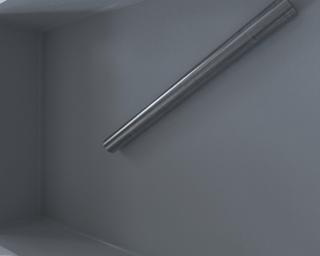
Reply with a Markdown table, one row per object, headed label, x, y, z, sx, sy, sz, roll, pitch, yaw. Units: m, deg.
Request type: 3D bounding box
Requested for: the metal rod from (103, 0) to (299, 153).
| label | x | y | z | sx | sy | sz | roll | pitch | yaw |
| --- | --- | --- | --- | --- | --- | --- | --- | --- | --- |
| metal rod | 0.026 | -0.047 | 0.383 | 0.299 | 0.025 | 0.025 | -36 | 68 | 33 |
